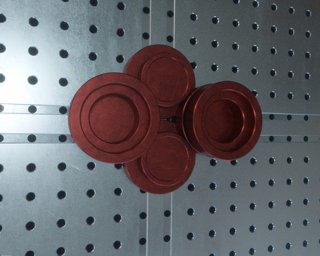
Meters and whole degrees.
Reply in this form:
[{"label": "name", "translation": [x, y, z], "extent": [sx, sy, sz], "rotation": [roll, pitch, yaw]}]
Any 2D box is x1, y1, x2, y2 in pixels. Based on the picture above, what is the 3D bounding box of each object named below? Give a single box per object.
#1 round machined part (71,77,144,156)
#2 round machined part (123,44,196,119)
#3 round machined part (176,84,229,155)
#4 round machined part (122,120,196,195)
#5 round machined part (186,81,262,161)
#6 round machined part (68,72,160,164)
[{"label": "round machined part", "translation": [-0.061, -0.011, 0.380], "extent": [0.099, 0.042, 0.097], "rotation": [0, 90, -20]}, {"label": "round machined part", "translation": [0.003, -0.060, 0.404], "extent": [0.099, 0.042, 0.097], "rotation": [0, 90, -20]}, {"label": "round machined part", "translation": [0.067, -0.010, 0.427], "extent": [0.099, 0.042, 0.097], "rotation": [0, 90, -20]}, {"label": "round machined part", "translation": [0.003, 0.038, 0.404], "extent": [0.099, 0.042, 0.097], "rotation": [0, 90, -20]}, {"label": "round machined part", "translation": [0.078, -0.009, 0.397], "extent": [0.099, 0.042, 0.097], "rotation": [0, 90, -20]}, {"label": "round machined part", "translation": [-0.053, -0.011, 0.349], "extent": [0.099, 0.042, 0.097], "rotation": [0, 90, -20]}]
